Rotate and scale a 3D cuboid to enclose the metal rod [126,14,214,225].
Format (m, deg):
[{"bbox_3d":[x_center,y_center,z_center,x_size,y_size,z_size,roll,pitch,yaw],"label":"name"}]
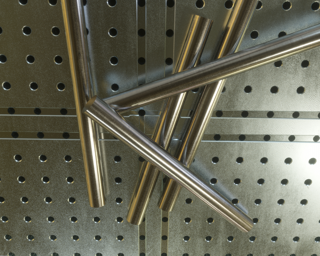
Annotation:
[{"bbox_3d":[0.007,0.003,0.414,0.025,0.025,0.298,16,109,-7],"label":"metal rod"}]

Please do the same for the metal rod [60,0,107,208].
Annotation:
[{"bbox_3d":[-0.097,-0.030,0.400,0.025,0.025,0.298,-2,110,0],"label":"metal rod"}]

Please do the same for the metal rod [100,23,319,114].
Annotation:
[{"bbox_3d":[0.072,-0.069,0.361,0.301,0.025,0.025,-18,109,6],"label":"metal rod"}]

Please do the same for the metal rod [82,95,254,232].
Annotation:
[{"bbox_3d":[0.027,0.060,0.406,0.025,0.025,0.301,-44,116,14],"label":"metal rod"}]

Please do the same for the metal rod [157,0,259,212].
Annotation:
[{"bbox_3d":[0.055,-0.018,0.407,0.025,0.025,0.298,17,109,-7],"label":"metal rod"}]
